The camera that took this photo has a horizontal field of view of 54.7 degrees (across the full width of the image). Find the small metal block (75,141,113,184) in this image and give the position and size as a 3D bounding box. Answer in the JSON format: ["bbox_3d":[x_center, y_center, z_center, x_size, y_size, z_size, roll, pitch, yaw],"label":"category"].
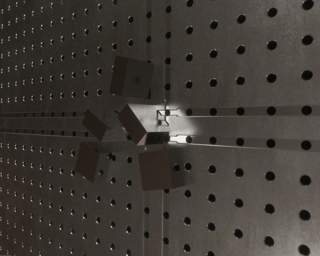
[{"bbox_3d":[-0.107,0.054,0.495,0.050,0.025,0.050,24,105,37],"label":"small metal block"}]

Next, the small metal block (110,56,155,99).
[{"bbox_3d":[-0.037,-0.068,0.422,0.025,0.050,0.050,18,101,38],"label":"small metal block"}]

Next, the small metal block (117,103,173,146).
[{"bbox_3d":[-0.020,-0.005,0.407,0.025,0.050,0.050,-51,61,28],"label":"small metal block"}]

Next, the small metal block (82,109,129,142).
[{"bbox_3d":[-0.076,-0.004,0.454,0.050,0.050,0.025,38,113,33],"label":"small metal block"}]

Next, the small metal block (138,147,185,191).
[{"bbox_3d":[0.001,0.054,0.407,0.050,0.025,0.050,-13,82,39],"label":"small metal block"}]
